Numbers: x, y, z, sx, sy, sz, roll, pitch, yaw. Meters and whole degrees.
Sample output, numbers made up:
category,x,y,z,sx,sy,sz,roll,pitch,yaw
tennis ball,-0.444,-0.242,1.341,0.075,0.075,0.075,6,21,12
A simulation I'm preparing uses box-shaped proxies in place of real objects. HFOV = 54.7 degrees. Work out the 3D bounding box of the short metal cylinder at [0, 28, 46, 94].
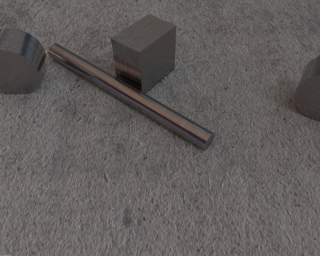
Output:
category,x,y,z,sx,sy,sz,roll,pitch,yaw
short metal cylinder,-0.211,-0.094,0.445,0.081,0.080,0.050,-3,50,-3

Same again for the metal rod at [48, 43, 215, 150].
category,x,y,z,sx,sy,sz,roll,pitch,yaw
metal rod,-0.055,-0.055,0.448,0.300,0.025,0.025,32,57,23

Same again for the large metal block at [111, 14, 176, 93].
category,x,y,z,sx,sy,sz,roll,pitch,yaw
large metal block,-0.021,-0.107,0.457,0.050,0.080,0.080,31,57,23

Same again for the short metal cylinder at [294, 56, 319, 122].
category,x,y,z,sx,sy,sz,roll,pitch,yaw
short metal cylinder,0.228,-0.052,0.413,0.080,0.080,0.050,23,54,18
